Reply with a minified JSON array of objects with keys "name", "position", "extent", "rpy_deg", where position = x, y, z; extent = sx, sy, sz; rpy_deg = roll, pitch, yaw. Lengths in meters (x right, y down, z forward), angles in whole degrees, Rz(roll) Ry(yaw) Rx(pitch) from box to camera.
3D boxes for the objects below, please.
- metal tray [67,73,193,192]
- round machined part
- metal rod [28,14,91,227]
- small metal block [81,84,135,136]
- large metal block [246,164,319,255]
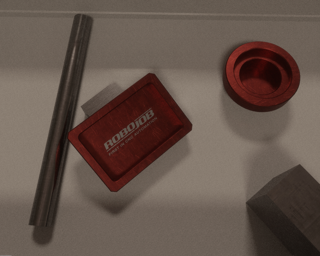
[{"name":"metal tray","position":[-0.036,0.004,0.387],"extent":[0.130,0.030,0.090],"rpy_deg":[-39,98,-13]},{"name":"round machined part","position":[0.135,-0.066,0.427],"extent":[0.099,0.042,0.098],"rpy_deg":[0,70,-1]},{"name":"metal rod","position":[-0.129,-0.024,0.416],"extent":[0.025,0.025,0.299],"rpy_deg":[5,70,1]},{"name":"small metal block","position":[-0.069,-0.022,0.417],"extent":[0.050,0.025,0.050],"rpy_deg":[-40,75,-14]},{"name":"large metal block","position":[0.153,0.095,0.348],"extent":[0.050,0.080,0.080],"rpy_deg":[-38,75,-13]}]
